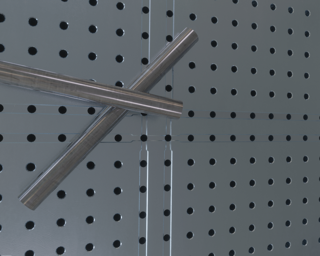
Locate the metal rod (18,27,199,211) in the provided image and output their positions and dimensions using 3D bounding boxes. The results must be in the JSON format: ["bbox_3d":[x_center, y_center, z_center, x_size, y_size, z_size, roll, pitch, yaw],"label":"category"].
[{"bbox_3d":[-0.055,-0.021,0.392,0.025,0.025,0.301,46,76,-14],"label":"metal rod"}]

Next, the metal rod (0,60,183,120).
[{"bbox_3d":[-0.120,-0.051,0.350,0.302,0.025,0.025,11,86,-13],"label":"metal rod"}]
